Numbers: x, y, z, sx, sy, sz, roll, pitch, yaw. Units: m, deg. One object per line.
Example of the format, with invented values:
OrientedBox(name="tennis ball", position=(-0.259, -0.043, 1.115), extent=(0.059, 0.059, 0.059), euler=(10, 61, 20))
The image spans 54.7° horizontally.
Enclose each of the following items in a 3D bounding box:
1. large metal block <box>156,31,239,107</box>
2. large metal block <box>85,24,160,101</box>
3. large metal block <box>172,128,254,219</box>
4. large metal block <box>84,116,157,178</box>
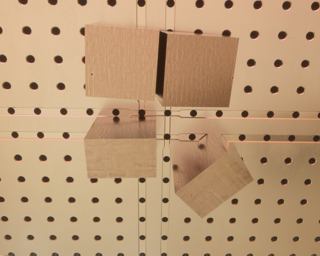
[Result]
OrientedBox(name="large metal block", position=(0.040, -0.070, 0.368), extent=(0.081, 0.050, 0.079), euler=(0, 111, -11))
OrientedBox(name="large metal block", position=(-0.043, -0.080, 0.370), extent=(0.081, 0.050, 0.079), euler=(4, 110, -2))
OrientedBox(name="large metal block", position=(0.064, 0.056, 0.406), extent=(0.080, 0.080, 0.050), euler=(-41, 105, 13))
OrientedBox(name="large metal block", position=(-0.045, 0.021, 0.391), extent=(0.081, 0.080, 0.050), euler=(-1, 110, 0))
